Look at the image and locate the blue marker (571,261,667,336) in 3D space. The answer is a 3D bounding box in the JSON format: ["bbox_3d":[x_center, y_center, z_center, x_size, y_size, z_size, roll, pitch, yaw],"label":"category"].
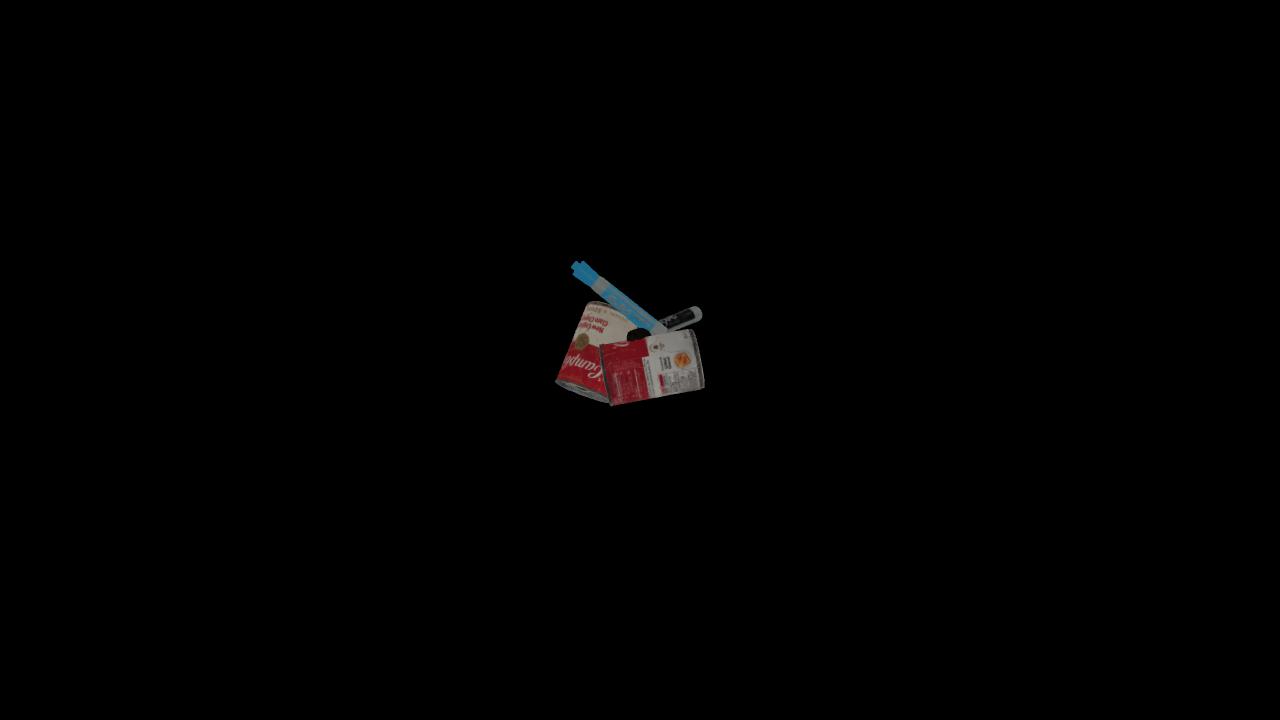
[{"bbox_3d":[-0.023,-0.063,0.648,0.121,0.020,0.020,38,-10,-13],"label":"blue marker"}]

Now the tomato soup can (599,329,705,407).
[{"bbox_3d":[0.013,0.007,0.649,0.101,0.068,0.068,-10,0,1],"label":"tomato soup can"}]

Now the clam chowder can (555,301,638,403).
[{"bbox_3d":[-0.049,-0.009,0.715,0.068,0.102,0.068,20,-11,4],"label":"clam chowder can"}]

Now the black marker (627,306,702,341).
[{"bbox_3d":[0.028,-0.037,0.682,0.020,0.020,0.121,0,16,42],"label":"black marker"}]
